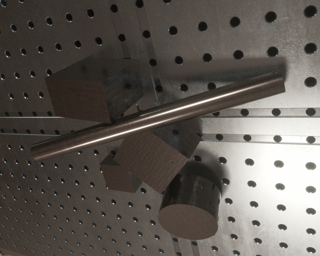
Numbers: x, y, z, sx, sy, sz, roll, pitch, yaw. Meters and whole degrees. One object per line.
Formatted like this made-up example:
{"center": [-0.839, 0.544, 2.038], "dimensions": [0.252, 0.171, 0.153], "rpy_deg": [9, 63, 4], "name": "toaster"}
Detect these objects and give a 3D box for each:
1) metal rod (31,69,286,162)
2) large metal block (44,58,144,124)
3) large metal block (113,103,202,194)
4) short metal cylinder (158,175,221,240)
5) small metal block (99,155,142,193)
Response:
{"center": [-0.015, -0.008, 0.355], "dimensions": [0.301, 0.025, 0.025], "rpy_deg": [-16, 111, 15], "name": "metal rod"}
{"center": [-0.078, -0.050, 0.384], "dimensions": [0.080, 0.080, 0.050], "rpy_deg": [7, 122, 24], "name": "large metal block"}
{"center": [-0.005, 0.028, 0.413], "dimensions": [0.080, 0.050, 0.079], "rpy_deg": [36, 129, 4], "name": "large metal block"}
{"center": [0.042, 0.110, 0.429], "dimensions": [0.080, 0.050, 0.079], "rpy_deg": [8, 131, 10], "name": "short metal cylinder"}
{"center": [-0.061, 0.072, 0.486], "dimensions": [0.050, 0.025, 0.050], "rpy_deg": [1, 119, 27], "name": "small metal block"}
